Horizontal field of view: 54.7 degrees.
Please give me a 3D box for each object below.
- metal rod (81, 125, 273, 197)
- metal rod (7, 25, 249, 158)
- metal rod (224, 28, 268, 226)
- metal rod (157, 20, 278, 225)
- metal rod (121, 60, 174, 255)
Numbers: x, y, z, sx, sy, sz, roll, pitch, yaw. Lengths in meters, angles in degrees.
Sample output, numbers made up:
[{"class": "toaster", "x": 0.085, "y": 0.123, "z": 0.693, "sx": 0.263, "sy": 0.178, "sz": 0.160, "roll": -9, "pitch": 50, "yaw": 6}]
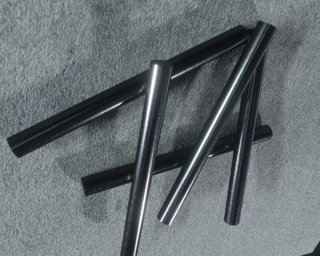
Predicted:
[{"class": "metal rod", "x": 0.038, "y": 0.042, "z": 0.453, "sx": 0.302, "sy": 0.025, "sz": 0.025, "roll": -14, "pitch": 124, "yaw": -21}, {"class": "metal rod", "x": -0.027, "y": -0.048, "z": 0.361, "sx": 0.302, "sy": 0.025, "sz": 0.025, "roll": -28, "pitch": 128, "yaw": -11}, {"class": "metal rod", "x": 0.124, "y": 0.012, "z": 0.452, "sx": 0.025, "sy": 0.025, "sz": 0.298, "roll": -7, "pitch": 113, "yaw": -25}, {"class": "metal rod", "x": 0.069, "y": 0.005, "z": 0.415, "sx": 0.025, "sy": 0.025, "sz": 0.298, "roll": 14, "pitch": 110, "yaw": -34}, {"class": "metal rod", "x": -0.022, "y": 0.061, "z": 0.398, "sx": 0.025, "sy": 0.025, "sz": 0.298, "roll": -4, "pitch": 120, "yaw": -27}]
